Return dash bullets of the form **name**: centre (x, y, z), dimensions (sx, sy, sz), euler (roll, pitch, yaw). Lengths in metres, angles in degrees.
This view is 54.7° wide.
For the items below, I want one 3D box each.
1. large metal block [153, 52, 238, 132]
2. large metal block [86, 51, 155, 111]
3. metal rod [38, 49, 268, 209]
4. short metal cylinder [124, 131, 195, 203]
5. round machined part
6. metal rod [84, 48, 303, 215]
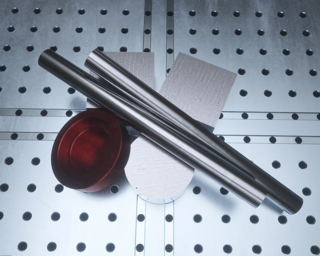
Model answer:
- **large metal block**: centre (0.045, -0.042, 0.409), dimensions (0.080, 0.050, 0.080), euler (23, 72, 8)
- **large metal block**: centre (-0.048, -0.053, 0.410), dimensions (0.081, 0.050, 0.080), euler (1, 70, 0)
- **metal rod**: centre (-0.016, -0.005, 0.355), dimensions (0.301, 0.025, 0.025), euler (33, 73, 10)
- **short metal cylinder**: centre (0.000, 0.049, 0.376), dimensions (0.081, 0.050, 0.080), euler (0, 70, 0)
- **round machined part**: centre (-0.079, 0.030, 0.375), dimensions (0.098, 0.042, 0.098), euler (-10, 65, 21)
- **metal rod**: centre (0.042, 0.006, 0.366), dimensions (0.301, 0.025, 0.025), euler (36, 73, -3)
